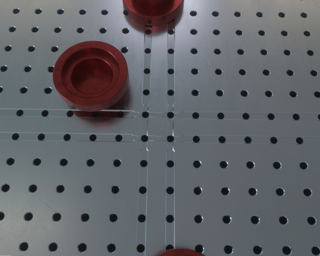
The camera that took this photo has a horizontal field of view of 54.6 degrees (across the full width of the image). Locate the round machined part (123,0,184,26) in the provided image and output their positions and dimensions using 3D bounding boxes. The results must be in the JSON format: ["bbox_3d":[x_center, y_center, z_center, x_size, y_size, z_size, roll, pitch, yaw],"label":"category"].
[{"bbox_3d":[-0.010,-0.212,0.480,0.099,0.042,0.098,0,70,0],"label":"round machined part"}]

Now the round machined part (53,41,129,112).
[{"bbox_3d":[-0.092,-0.067,0.427,0.099,0.042,0.098,0,70,0],"label":"round machined part"}]

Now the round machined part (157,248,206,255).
[{"bbox_3d":[0.023,0.183,0.336,0.099,0.042,0.098,0,70,0],"label":"round machined part"}]
